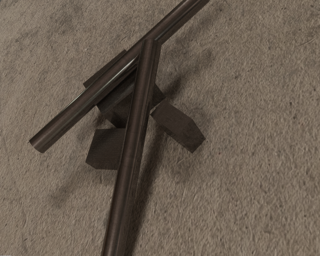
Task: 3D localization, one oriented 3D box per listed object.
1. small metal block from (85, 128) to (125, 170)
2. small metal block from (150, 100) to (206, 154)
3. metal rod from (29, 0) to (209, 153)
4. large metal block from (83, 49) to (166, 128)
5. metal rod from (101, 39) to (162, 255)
[{"bbox_3d":[-0.067,0.029,0.420,0.050,0.025,0.050,-2,61,27],"label":"small metal block"},{"bbox_3d":[0.022,-0.001,0.376,0.025,0.050,0.050,-48,52,-5],"label":"small metal block"},{"bbox_3d":[-0.052,-0.078,0.413,0.300,0.025,0.025,-43,51,-2],"label":"metal rod"},{"bbox_3d":[-0.052,-0.054,0.447,0.080,0.050,0.080,-39,51,1],"label":"large metal block"},{"bbox_3d":[-0.034,0.037,0.358,0.025,0.025,0.299,2,75,29],"label":"metal rod"}]
